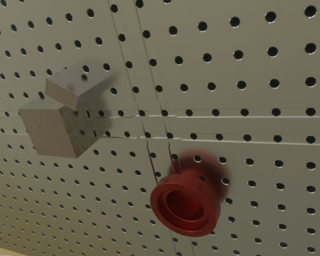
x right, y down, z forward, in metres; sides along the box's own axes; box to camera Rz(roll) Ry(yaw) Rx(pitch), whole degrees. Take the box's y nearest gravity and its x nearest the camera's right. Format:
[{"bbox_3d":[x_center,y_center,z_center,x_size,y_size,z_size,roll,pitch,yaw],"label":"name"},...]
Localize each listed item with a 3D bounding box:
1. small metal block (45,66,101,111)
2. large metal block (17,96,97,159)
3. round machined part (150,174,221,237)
[{"bbox_3d":[-0.118,-0.055,0.422,0.050,0.050,0.025,29,128,9],"label":"small metal block"},{"bbox_3d":[-0.155,-0.003,0.472,0.080,0.050,0.079,2,119,27],"label":"large metal block"},{"bbox_3d":[0.039,0.105,0.443,0.098,0.042,0.097,13,124,20],"label":"round machined part"}]
